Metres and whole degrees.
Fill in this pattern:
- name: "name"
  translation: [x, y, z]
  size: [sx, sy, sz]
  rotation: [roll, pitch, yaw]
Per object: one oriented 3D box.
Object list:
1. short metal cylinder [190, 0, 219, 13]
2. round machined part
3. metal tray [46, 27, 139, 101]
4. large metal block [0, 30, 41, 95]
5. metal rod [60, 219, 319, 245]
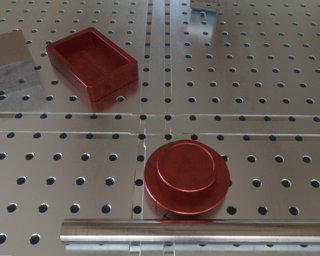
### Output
- name: "short metal cylinder"
  translation: [0.092, -0.269, 0.599]
  size: [0.050, 0.080, 0.080]
  rotation: [12, 51, 10]
- name: "round machined part"
  translation: [0.030, 0.052, 0.353]
  size: [0.099, 0.042, 0.098]
  rotation: [0, 50, 0]
- name: "metal tray"
  translation: [-0.107, -0.105, 0.491]
  size: [0.091, 0.030, 0.130]
  rotation: [-33, 58, -25]
- name: "large metal block"
  translation: [-0.238, -0.098, 0.471]
  size: [0.081, 0.050, 0.080]
  rotation: [-19, 53, -16]
- name: "metal rod"
  translation: [0.053, 0.107, 0.318]
  size: [0.302, 0.025, 0.025]
  rotation: [0, 50, 0]
